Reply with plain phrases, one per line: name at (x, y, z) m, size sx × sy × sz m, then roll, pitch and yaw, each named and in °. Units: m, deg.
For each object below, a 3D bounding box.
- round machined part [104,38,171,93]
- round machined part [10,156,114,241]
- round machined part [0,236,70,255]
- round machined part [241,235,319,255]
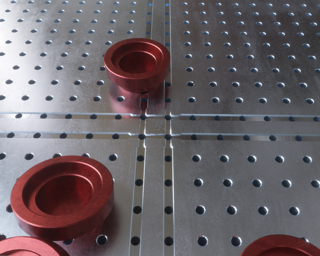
round machined part at (-0.034, -0.092, 0.473) m, size 0.099 × 0.042 × 0.098 m, roll 0°, pitch 50°, yaw 0°
round machined part at (-0.097, 0.076, 0.322) m, size 0.099 × 0.042 × 0.098 m, roll 2°, pitch 35°, yaw -1°
round machined part at (-0.115, 0.144, 0.262) m, size 0.099 × 0.042 × 0.098 m, roll -2°, pitch 67°, yaw 4°
round machined part at (0.111, 0.150, 0.272) m, size 0.099 × 0.042 × 0.098 m, roll 0°, pitch 50°, yaw 0°
